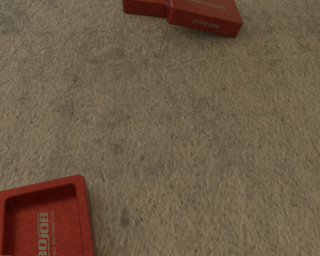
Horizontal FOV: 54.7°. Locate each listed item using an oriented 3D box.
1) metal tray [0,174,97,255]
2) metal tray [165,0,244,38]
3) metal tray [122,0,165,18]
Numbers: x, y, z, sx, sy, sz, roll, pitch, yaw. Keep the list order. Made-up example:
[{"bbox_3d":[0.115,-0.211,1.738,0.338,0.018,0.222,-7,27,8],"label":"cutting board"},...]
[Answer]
[{"bbox_3d":[-0.110,0.115,0.301,0.091,0.030,0.130,-11,51,-10],"label":"metal tray"},{"bbox_3d":[0.077,-0.212,0.558,0.131,0.030,0.090,8,49,-14],"label":"metal tray"},{"bbox_3d":[-0.015,-0.276,0.631,0.090,0.030,0.130,10,51,8],"label":"metal tray"}]
